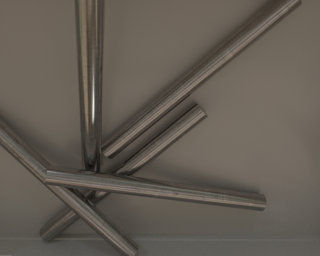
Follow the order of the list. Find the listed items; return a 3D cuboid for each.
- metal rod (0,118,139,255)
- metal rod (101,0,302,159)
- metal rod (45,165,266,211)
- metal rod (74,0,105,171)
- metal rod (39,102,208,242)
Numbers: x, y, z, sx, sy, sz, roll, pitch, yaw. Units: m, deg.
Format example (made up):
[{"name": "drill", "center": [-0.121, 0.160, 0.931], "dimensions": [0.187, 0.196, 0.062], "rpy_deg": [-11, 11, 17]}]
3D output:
[{"name": "metal rod", "center": [-0.143, 0.070, 0.415], "dimensions": [0.025, 0.025, 0.300], "rpy_deg": [-43, 98, 14]}, {"name": "metal rod", "center": [0.041, -0.060, 0.389], "dimensions": [0.300, 0.025, 0.025], "rpy_deg": [-39, 106, 12]}, {"name": "metal rod", "center": [0.004, 0.084, 0.422], "dimensions": [0.302, 0.025, 0.025], "rpy_deg": [10, 110, -12]}, {"name": "metal rod", "center": [-0.073, -0.041, 0.327], "dimensions": [0.025, 0.025, 0.298], "rpy_deg": [9, 136, -4]}, {"name": "metal rod", "center": [-0.058, 0.068, 0.435], "dimensions": [0.300, 0.025, 0.025], "rpy_deg": [-39, 106, 13]}]
